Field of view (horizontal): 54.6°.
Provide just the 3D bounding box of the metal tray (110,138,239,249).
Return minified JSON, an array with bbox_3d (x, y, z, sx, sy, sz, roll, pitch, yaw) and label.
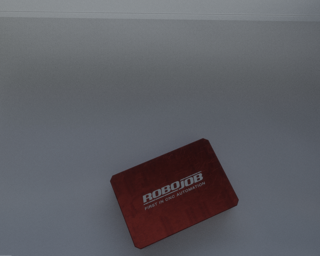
[{"bbox_3d":[0.016,0.078,0.379,0.131,0.030,0.090,-22,72,-8],"label":"metal tray"}]
